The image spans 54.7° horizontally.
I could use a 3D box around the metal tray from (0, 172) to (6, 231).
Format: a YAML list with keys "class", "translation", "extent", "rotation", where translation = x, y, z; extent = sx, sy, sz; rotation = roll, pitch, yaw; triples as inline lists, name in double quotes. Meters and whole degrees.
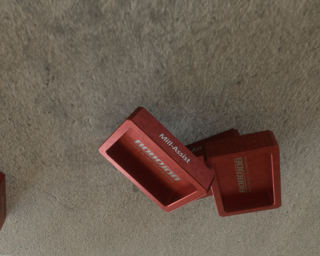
- class: "metal tray"
  translation: [-0.301, 0.116, 0.497]
  extent: [0.091, 0.030, 0.129]
  rotation: [13, 129, -11]

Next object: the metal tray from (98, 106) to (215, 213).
- class: "metal tray"
  translation: [-0.007, 0.045, 0.397]
  extent: [0.130, 0.030, 0.090]
  rotation: [43, 135, -6]

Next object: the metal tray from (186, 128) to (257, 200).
- class: "metal tray"
  translation: [0.067, 0.061, 0.457]
  extent: [0.130, 0.030, 0.090]
  rotation: [-22, 127, 17]

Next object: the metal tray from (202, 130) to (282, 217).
- class: "metal tray"
  translation: [0.114, 0.067, 0.422]
  extent: [0.090, 0.030, 0.129]
  rotation: [-12, 129, 9]
